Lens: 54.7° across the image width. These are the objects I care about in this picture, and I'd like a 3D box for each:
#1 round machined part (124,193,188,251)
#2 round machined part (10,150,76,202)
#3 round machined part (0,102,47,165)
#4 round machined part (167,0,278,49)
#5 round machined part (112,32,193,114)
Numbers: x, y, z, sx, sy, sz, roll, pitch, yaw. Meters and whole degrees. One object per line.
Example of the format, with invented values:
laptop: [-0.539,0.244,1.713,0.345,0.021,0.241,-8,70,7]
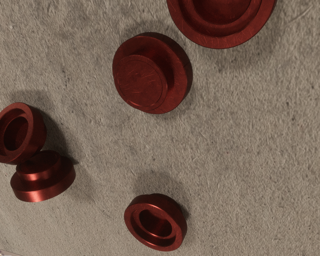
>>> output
round machined part: [-0.003,0.141,0.484,0.098,0.042,0.097,13,124,20]
round machined part: [-0.191,0.071,0.502,0.098,0.098,0.042,7,122,24]
round machined part: [-0.222,0.011,0.495,0.098,0.042,0.098,-9,70,24]
round machined part: [0.059,-0.127,0.286,0.098,0.042,0.097,13,124,20]
round machined part: [-0.015,-0.059,0.366,0.098,0.042,0.097,13,124,20]
